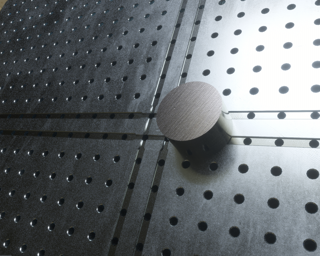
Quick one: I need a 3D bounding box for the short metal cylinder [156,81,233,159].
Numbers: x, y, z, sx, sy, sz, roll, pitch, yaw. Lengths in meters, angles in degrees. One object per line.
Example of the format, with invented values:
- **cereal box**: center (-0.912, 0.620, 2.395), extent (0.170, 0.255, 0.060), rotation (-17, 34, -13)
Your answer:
- **short metal cylinder**: center (0.043, -0.009, 0.376), extent (0.080, 0.050, 0.080), rotation (-13, 56, 21)
